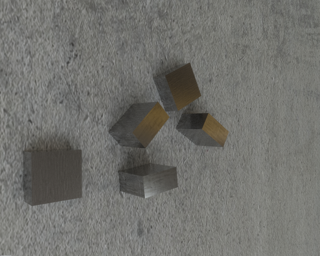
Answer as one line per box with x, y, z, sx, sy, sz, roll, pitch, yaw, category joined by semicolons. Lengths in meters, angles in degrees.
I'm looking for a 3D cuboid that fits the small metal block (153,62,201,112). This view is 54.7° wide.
0.024;-0.056;0.425;0.050;0.025;0.050;-34;111;-35;small metal block

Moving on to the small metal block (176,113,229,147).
0.060;0.003;0.438;0.050;0.050;0.025;37;67;-34;small metal block

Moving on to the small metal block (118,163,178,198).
-0.015;0.062;0.376;0.050;0.050;0.025;-9;96;-40;small metal block

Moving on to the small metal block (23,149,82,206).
-0.108;0.047;0.314;0.050;0.025;0.050;-1;91;-40;small metal block

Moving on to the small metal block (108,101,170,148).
-0.025;-0.004;0.367;0.050;0.050;0.025;-52;121;-27;small metal block
